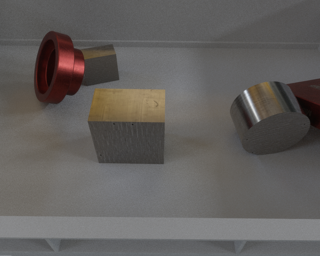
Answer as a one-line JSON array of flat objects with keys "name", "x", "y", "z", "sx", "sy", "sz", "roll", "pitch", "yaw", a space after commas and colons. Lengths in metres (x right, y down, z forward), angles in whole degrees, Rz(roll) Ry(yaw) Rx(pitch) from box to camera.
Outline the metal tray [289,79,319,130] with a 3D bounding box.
[{"name": "metal tray", "x": 0.217, "y": -0.032, "z": 0.390, "sx": 0.091, "sy": 0.030, "sz": 0.130, "roll": -10, "pitch": 21, "yaw": -7}]

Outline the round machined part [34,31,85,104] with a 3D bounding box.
[{"name": "round machined part", "x": -0.140, "y": -0.082, "z": 0.435, "sx": 0.042, "sy": 0.097, "sz": 0.098, "roll": 6, "pitch": 41, "yaw": -38}]

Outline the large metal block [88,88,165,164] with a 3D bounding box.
[{"name": "large metal block", "x": -0.035, "y": 0.000, "z": 0.369, "sx": 0.081, "sy": 0.080, "sz": 0.050, "roll": 1, "pitch": 50, "yaw": 0}]

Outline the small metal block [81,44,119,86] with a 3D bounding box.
[{"name": "small metal block", "x": -0.091, "y": -0.094, "z": 0.467, "sx": 0.050, "sy": 0.050, "sz": 0.025, "roll": -13, "pitch": 52, "yaw": -11}]

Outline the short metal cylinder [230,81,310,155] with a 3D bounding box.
[{"name": "short metal cylinder", "x": 0.133, "y": -0.011, "z": 0.380, "sx": 0.081, "sy": 0.080, "sz": 0.050, "roll": -6, "pitch": 51, "yaw": -6}]
